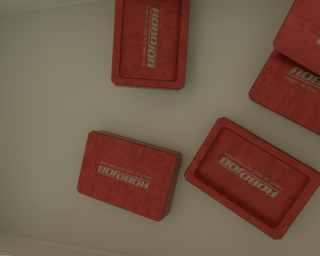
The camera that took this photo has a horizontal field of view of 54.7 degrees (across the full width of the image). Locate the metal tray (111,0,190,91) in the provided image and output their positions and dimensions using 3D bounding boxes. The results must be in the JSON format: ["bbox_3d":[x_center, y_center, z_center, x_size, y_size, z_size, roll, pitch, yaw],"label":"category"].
[{"bbox_3d":[-0.012,-0.115,0.391,0.091,0.030,0.129,3,92,-6],"label":"metal tray"}]

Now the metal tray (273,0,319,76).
[{"bbox_3d":[0.169,-0.106,0.271,0.090,0.030,0.129,38,146,18],"label":"metal tray"}]

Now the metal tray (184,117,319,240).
[{"bbox_3d":[0.107,0.056,0.369,0.130,0.030,0.090,33,100,16],"label":"metal tray"}]

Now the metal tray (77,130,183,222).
[{"bbox_3d":[-0.043,0.061,0.422,0.130,0.030,0.089,15,95,19],"label":"metal tray"}]

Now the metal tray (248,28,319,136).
[{"bbox_3d":[0.178,-0.042,0.342,0.130,0.030,0.090,32,100,19],"label":"metal tray"}]
